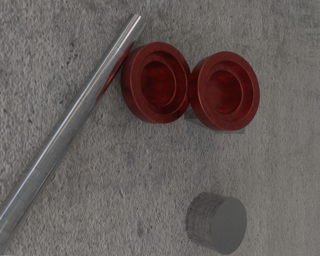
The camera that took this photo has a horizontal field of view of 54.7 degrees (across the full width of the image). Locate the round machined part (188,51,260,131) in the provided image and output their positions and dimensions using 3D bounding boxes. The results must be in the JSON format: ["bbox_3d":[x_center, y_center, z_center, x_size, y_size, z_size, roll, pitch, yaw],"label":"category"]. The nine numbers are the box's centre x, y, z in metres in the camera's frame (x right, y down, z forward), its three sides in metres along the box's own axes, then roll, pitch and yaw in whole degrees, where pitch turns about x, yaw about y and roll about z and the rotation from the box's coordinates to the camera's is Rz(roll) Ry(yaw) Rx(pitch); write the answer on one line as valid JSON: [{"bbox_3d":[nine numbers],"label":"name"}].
[{"bbox_3d":[0.076,-0.044,0.395,0.099,0.042,0.097,2,86,-29],"label":"round machined part"}]

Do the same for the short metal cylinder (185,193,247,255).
[{"bbox_3d":[0.084,0.139,0.459,0.081,0.050,0.080,0,90,-40],"label":"short metal cylinder"}]

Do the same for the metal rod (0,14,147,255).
[{"bbox_3d":[-0.092,-0.007,0.326,0.025,0.025,0.300,42,65,-32],"label":"metal rod"}]

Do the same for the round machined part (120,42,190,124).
[{"bbox_3d":[-0.008,-0.054,0.386,0.099,0.042,0.097,0,91,-40],"label":"round machined part"}]

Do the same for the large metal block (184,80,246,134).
[{"bbox_3d":[0.089,-0.040,0.462,0.080,0.050,0.080,20,77,-38],"label":"large metal block"}]
